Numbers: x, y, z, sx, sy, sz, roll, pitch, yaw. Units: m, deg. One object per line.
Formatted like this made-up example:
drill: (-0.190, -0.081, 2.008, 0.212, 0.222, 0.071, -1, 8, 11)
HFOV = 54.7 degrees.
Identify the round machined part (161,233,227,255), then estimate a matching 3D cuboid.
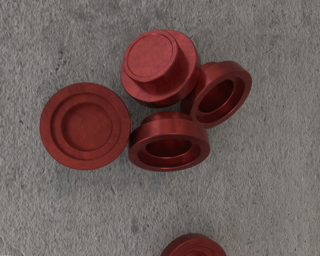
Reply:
round machined part: (0.039, 0.189, 0.415, 0.099, 0.042, 0.097, 0, 90, -20)

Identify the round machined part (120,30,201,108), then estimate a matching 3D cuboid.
round machined part: (-0.004, -0.076, 0.368, 0.098, 0.098, 0.042, -64, 151, -9)

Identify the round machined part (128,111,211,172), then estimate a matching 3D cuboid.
round machined part: (0.010, 0.015, 0.382, 0.099, 0.097, 0.042, 9, 55, -20)

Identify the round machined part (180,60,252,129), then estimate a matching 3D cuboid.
round machined part: (0.068, -0.047, 0.406, 0.099, 0.097, 0.042, -24, 55, -18)

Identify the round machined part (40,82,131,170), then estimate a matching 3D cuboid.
round machined part: (-0.084, -0.001, 0.362, 0.099, 0.042, 0.097, 1, 86, -8)
